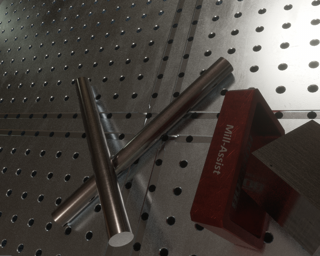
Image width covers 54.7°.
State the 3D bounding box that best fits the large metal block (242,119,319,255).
[{"bbox_3d":[0.134,0.047,0.272,0.081,0.050,0.080,-24,47,-23],"label":"large metal block"}]

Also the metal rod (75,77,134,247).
[{"bbox_3d":[-0.084,0.017,0.413,0.025,0.025,0.300,-33,43,6],"label":"metal rod"}]

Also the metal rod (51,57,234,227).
[{"bbox_3d":[-0.021,0.017,0.407,0.300,0.025,0.025,-43,51,-2],"label":"metal rod"}]

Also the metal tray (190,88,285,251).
[{"bbox_3d":[0.081,0.039,0.296,0.030,0.090,0.130,1,61,41],"label":"metal tray"}]
